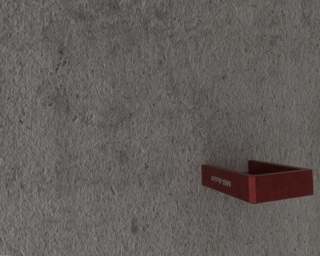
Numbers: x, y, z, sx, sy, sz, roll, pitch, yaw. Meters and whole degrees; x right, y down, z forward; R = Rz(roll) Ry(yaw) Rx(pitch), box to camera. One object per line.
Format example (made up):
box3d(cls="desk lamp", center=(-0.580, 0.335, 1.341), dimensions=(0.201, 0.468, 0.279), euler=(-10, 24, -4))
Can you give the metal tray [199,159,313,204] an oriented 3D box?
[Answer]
box3d(cls="metal tray", center=(0.120, 0.066, 0.411), dimensions=(0.091, 0.130, 0.030), euler=(-3, 91, -20))
